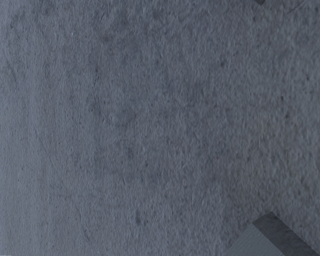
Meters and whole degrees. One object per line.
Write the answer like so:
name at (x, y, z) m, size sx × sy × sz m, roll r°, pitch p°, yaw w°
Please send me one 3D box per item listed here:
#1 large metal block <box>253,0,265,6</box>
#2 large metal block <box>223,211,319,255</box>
large metal block at (0.072, -0.175, 0.308) m, size 0.080 × 0.081 × 0.050 m, roll 49°, pitch 119°, yaw 28°
large metal block at (0.107, 0.143, 0.300) m, size 0.080 × 0.050 × 0.080 m, roll 44°, pitch 116°, yaw 30°
